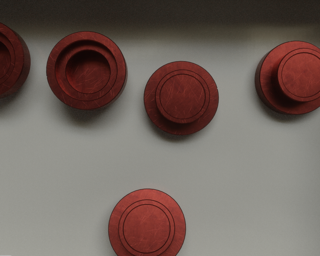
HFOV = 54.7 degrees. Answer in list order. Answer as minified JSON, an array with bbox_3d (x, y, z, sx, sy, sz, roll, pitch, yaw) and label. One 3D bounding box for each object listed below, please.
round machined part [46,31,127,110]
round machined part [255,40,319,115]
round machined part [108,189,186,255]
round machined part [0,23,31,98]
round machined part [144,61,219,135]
[{"bbox_3d":[-0.091,-0.071,0.402,0.099,0.042,0.097,0,90,-1],"label":"round machined part"},{"bbox_3d":[0.179,-0.066,0.405,0.099,0.042,0.097,0,90,-1],"label":"round machined part"},{"bbox_3d":[-0.016,0.126,0.390,0.099,0.042,0.098,0,74,-1],"label":"round machined part"},{"bbox_3d":[-0.216,-0.085,0.400,0.099,0.042,0.097,0,90,-1],"label":"round machined part"},{"bbox_3d":[0.028,-0.039,0.403,0.099,0.042,0.097,0,90,-1],"label":"round machined part"}]
